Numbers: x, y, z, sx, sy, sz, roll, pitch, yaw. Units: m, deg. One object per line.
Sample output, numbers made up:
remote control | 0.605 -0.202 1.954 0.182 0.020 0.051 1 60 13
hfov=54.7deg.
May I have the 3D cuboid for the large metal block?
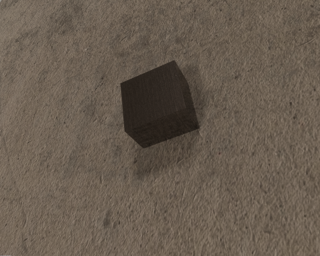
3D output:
large metal block | -0.002 -0.030 0.406 0.080 0.050 0.080 -21 54 15
